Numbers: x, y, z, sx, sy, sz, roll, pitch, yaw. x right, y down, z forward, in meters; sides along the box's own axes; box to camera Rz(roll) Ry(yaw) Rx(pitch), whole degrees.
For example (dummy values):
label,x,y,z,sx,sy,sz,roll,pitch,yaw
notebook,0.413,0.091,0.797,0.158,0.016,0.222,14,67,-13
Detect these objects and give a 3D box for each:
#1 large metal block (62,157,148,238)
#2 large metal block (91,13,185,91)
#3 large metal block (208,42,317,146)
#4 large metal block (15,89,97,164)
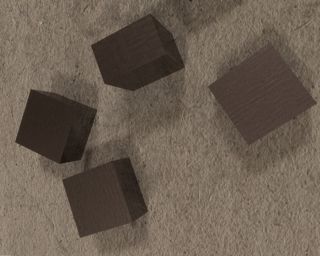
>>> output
label,x,y,z,sx,sy,sz,roll,pitch,yaw
large metal block,-0.074,0.092,0.421,0.080,0.050,0.080,-22,83,18
large metal block,-0.024,-0.089,0.387,0.080,0.080,0.050,-22,83,18
large metal block,0.115,-0.036,0.355,0.080,0.050,0.080,-35,79,16
large metal block,-0.149,-0.003,0.447,0.080,0.050,0.080,22,97,18
